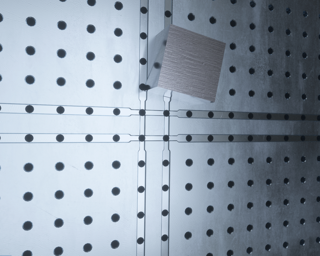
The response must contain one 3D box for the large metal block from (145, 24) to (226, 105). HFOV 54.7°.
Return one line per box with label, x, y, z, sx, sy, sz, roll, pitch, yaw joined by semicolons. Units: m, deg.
large metal block;0.033;-0.081;0.413;0.081;0.050;0.080;13;86;-20
